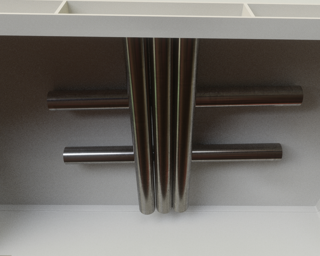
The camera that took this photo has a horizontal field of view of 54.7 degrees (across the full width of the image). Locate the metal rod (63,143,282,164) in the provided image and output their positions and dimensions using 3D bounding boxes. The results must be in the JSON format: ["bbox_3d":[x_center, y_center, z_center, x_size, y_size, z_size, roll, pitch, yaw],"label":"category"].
[{"bbox_3d":[0.018,0.036,0.439,0.302,0.025,0.025,-1,130,0],"label":"metal rod"}]

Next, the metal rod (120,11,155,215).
[{"bbox_3d":[-0.022,0.010,0.381,0.025,0.025,0.298,-1,130,0],"label":"metal rod"}]

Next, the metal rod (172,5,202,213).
[{"bbox_3d":[0.029,0.006,0.378,0.025,0.025,0.298,-1,130,0],"label":"metal rod"}]

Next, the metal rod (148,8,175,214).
[{"bbox_3d":[0.004,0.008,0.380,0.025,0.025,0.298,-1,130,0],"label":"metal rod"}]

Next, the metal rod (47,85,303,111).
[{"bbox_3d":[0.018,-0.036,0.377,0.302,0.025,0.025,-1,130,0],"label":"metal rod"}]
